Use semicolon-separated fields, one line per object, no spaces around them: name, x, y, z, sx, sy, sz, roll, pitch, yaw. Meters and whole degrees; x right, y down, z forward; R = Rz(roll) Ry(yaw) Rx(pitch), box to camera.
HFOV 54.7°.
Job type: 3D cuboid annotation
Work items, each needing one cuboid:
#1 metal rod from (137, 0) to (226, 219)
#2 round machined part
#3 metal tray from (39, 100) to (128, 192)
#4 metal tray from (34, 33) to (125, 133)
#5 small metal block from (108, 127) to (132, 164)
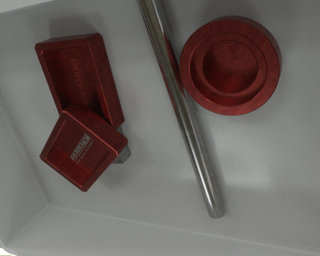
metal rod;0.034;-0.010;0.383;0.025;0.025;0.298;-6;116;31
round machined part;0.073;-0.065;0.318;0.098;0.042;0.097;13;124;20
metal tray;-0.113;0.031;0.445;0.090;0.030;0.129;39;133;-4
metal tray;-0.107;-0.058;0.424;0.090;0.030;0.129;2;120;26
small metal block;-0.077;0.026;0.463;0.050;0.025;0.050;-4;117;29
